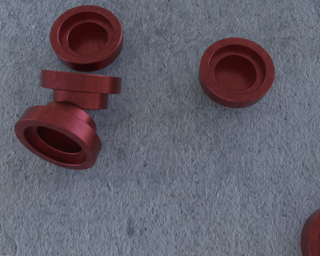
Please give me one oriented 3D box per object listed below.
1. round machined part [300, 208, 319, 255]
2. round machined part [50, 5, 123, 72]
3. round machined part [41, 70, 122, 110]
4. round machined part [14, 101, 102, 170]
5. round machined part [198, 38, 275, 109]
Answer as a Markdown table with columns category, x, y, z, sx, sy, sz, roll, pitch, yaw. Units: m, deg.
| category | x | y | z | sx | sy | sz | roll | pitch | yaw |
| --- | --- | --- | --- | --- | --- | --- | --- | --- | --- |
| round machined part | 0.208 | 0.137 | 0.350 | 0.099 | 0.042 | 0.098 | 0 | 70 | 0 |
| round machined part | -0.101 | -0.122 | 0.443 | 0.099 | 0.042 | 0.098 | 0 | 70 | 0 |
| round machined part | -0.099 | -0.048 | 0.393 | 0.099 | 0.098 | 0.042 | 6 | 99 | 2 |
| round machined part | -0.115 | 0.006 | 0.369 | 0.098 | 0.097 | 0.042 | 15 | 54 | 5 |
| round machined part | 0.102 | -0.071 | 0.426 | 0.099 | 0.042 | 0.098 | 0 | 70 | 0 |
